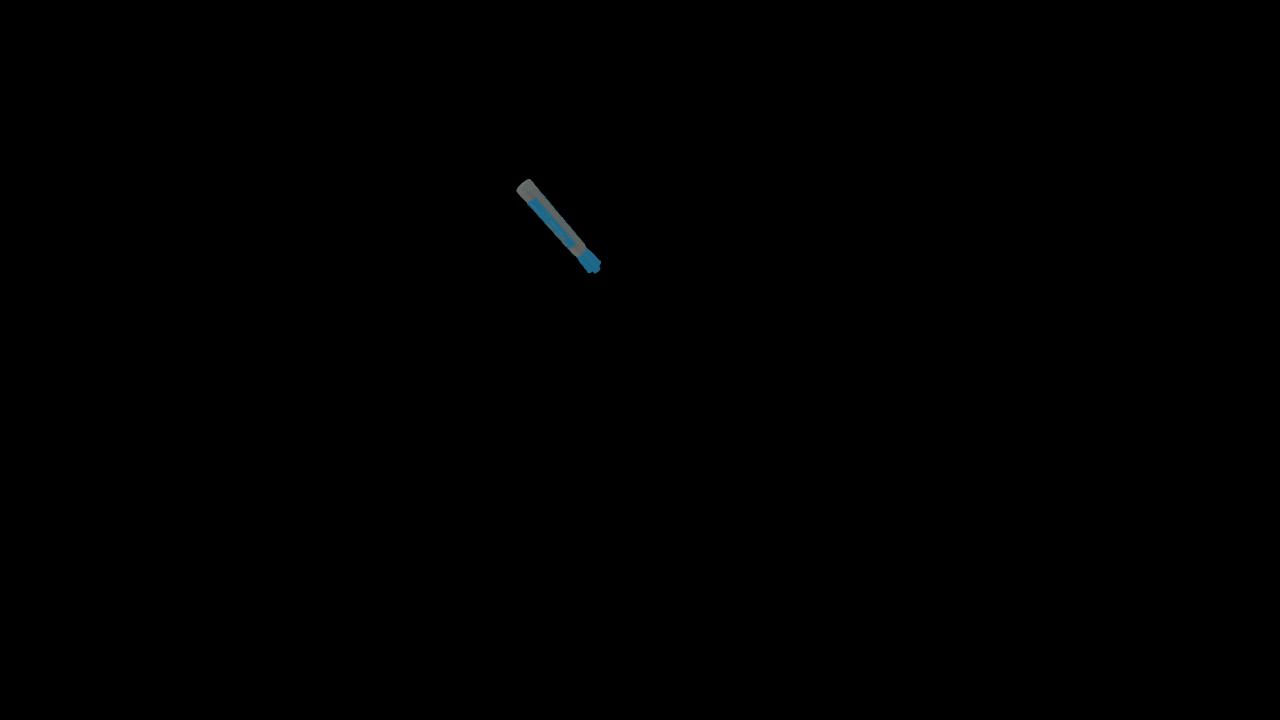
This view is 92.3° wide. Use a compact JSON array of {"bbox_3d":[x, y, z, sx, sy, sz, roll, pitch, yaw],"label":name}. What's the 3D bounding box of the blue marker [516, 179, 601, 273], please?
[{"bbox_3d":[-0.082,-0.136,0.643,0.020,0.020,0.121,0,-40,49],"label":"blue marker"}]
